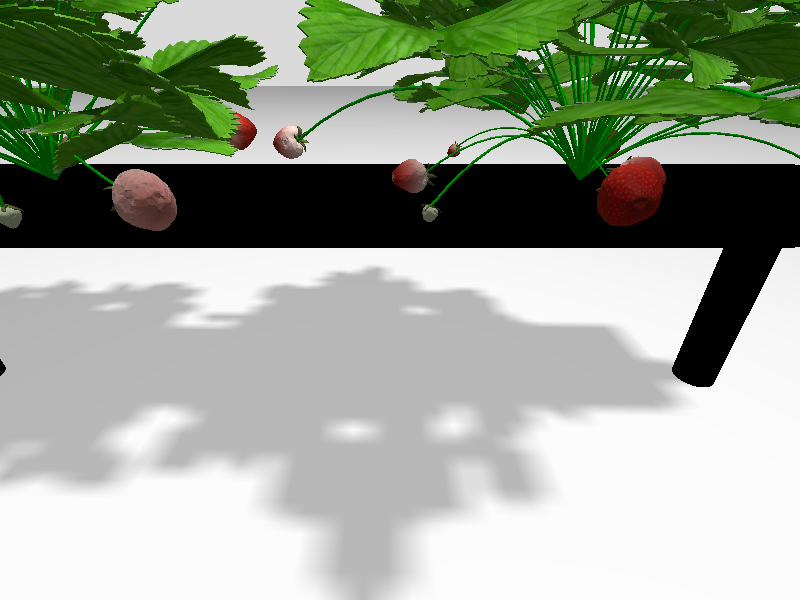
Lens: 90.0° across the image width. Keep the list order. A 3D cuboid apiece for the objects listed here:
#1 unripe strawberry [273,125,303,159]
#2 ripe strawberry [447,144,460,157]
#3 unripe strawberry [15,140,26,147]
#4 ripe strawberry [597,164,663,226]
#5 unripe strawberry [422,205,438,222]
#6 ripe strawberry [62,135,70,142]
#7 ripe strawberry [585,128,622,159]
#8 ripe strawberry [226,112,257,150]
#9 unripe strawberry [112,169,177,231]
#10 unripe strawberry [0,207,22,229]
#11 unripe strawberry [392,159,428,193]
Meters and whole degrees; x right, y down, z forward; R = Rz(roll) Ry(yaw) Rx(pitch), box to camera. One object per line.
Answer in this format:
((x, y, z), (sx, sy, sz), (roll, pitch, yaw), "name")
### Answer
((-0.116, -0.164, 0.417), (0.030, 0.032, 0.028), (-1, 28, 22), "unripe strawberry")
((0.057, -0.159, 0.428), (0.015, 0.013, 0.015), (-26, -5, -37), "ripe strawberry")
((-0.408, -0.167, 0.430), (0.010, 0.010, 0.011), (25, 38, 37), "unripe strawberry")
((0.135, -0.059, 0.233), (0.034, 0.036, 0.037), (5, 31, 8), "ripe strawberry")
((0.018, -0.052, 0.244), (0.010, 0.010, 0.009), (9, 16, -46), "unripe strawberry")
((-0.341, -0.161, 0.422), (0.024, 0.025, 0.026), (-13, 32, -22), "ripe strawberry")
((0.208, -0.162, 0.412), (0.036, 0.031, 0.036), (17, 33, 27), "ripe strawberry")
((-0.190, -0.202, 0.476), (0.041, 0.043, 0.044), (18, 33, 28), "ripe strawberry")
((-0.140, -0.054, 0.222), (0.033, 0.034, 0.030), (23, 37, 34), "unripe strawberry")
((-0.207, -0.044, 0.212), (0.011, 0.011, 0.011), (-17, 34, -27), "unripe strawberry")
((0.006, -0.091, 0.296), (0.025, 0.024, 0.027), (-11, 31, -14), "unripe strawberry")
